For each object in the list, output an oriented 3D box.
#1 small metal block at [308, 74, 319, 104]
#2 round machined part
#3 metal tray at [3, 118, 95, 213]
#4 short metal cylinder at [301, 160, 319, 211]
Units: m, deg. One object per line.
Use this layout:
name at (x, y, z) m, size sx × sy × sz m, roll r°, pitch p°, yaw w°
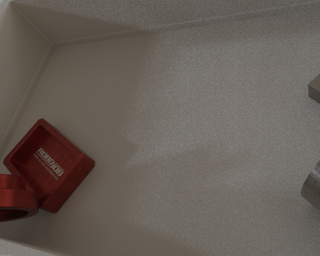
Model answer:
small metal block at (0.197, -0.043, 0.329) m, size 0.050 × 0.025 × 0.050 m, roll -41°, pitch 51°, yaw 0°
round machined part at (-0.199, 0.085, 0.372) m, size 0.098 × 0.098 × 0.042 m, roll -17°, pitch 66°, yaw 18°
metal tray at (-0.166, 0.051, 0.456) m, size 0.130 × 0.030 × 0.090 m, roll 31°, pitch 79°, yaw 37°
short metal cylinder at (0.166, 0.045, 0.256) m, size 0.080 × 0.080 × 0.050 m, roll -43°, pitch 51°, yaw -2°
